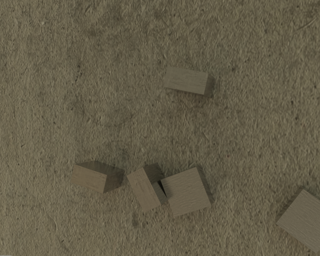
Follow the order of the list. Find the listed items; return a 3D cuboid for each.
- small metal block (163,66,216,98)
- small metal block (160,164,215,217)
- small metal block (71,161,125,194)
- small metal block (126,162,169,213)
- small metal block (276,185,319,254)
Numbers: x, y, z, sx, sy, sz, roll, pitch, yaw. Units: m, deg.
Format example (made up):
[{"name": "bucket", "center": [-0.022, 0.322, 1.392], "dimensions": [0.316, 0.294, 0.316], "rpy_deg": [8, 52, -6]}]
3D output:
[{"name": "small metal block", "center": [0.038, -0.056, 0.382], "dimensions": [0.050, 0.050, 0.025], "rpy_deg": [14, 95, 19]}, {"name": "small metal block", "center": [0.036, 0.080, 0.396], "dimensions": [0.050, 0.025, 0.050], "rpy_deg": [-23, 83, 18]}, {"name": "small metal block", "center": [-0.084, 0.066, 0.425], "dimensions": [0.050, 0.050, 0.025], "rpy_deg": [14, 95, 19]}, {"name": "small metal block", "center": [-0.011, 0.075, 0.400], "dimensions": [0.025, 0.050, 0.050], "rpy_deg": [-30, 80, 18]}, {"name": "small metal block", "center": [0.168, 0.102, 0.350], "dimensions": [0.050, 0.025, 0.050], "rpy_deg": [36, 101, 16]}]
